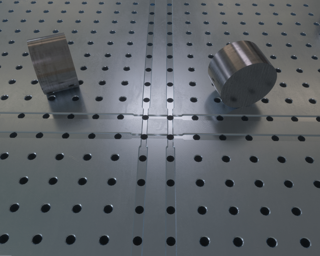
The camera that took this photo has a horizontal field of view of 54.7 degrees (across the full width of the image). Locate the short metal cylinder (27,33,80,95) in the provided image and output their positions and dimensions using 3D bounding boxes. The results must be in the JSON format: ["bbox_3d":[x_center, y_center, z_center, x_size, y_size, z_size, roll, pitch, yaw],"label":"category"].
[{"bbox_3d":[-0.153,-0.093,0.449,0.050,0.080,0.080,-17,52,-13],"label":"short metal cylinder"}]

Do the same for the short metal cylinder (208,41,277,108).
[{"bbox_3d":[0.114,-0.074,0.435,0.081,0.080,0.050,-11,51,-9],"label":"short metal cylinder"}]
